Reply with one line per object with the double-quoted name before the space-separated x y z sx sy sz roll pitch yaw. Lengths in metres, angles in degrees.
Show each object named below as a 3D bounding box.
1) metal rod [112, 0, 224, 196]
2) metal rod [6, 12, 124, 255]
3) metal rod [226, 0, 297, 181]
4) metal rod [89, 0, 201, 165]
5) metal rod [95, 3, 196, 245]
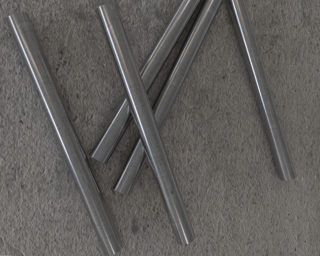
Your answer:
"metal rod" 0.014 -0.053 0.414 0.025 0.025 0.299 29 81 -18
"metal rod" -0.109 0.013 0.368 0.025 0.025 0.299 -23 98 -19
"metal rod" 0.151 -0.063 0.464 0.025 0.025 0.298 -21 97 -19
"metal rod" -0.005 -0.090 0.406 0.025 0.025 0.300 32 79 -17
"metal rod" -0.015 0.001 0.375 0.025 0.025 0.298 -21 97 -19
